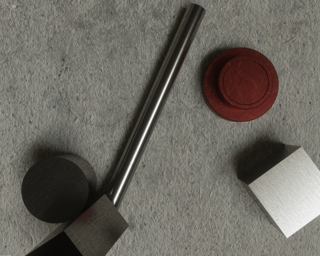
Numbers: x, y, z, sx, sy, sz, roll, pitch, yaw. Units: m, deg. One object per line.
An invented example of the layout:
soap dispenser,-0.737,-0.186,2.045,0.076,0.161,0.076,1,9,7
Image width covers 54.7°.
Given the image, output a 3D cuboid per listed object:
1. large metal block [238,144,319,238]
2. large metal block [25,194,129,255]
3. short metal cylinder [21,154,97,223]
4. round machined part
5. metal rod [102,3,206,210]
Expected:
large metal block,0.163,0.078,0.400,0.080,0.050,0.080,-36,90,0
large metal block,-0.097,0.134,0.368,0.080,0.080,0.050,-36,91,27
short metal cylinder,-0.126,0.075,0.396,0.081,0.050,0.079,0,90,-1
round machined part,0.106,-0.057,0.403,0.099,0.042,0.097,0,90,-1
metal rod,-0.011,-0.022,0.409,0.025,0.025,0.299,24,90,-1
